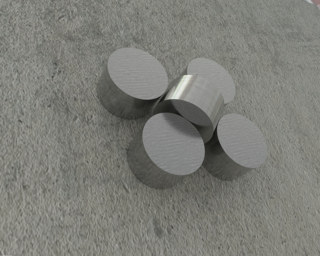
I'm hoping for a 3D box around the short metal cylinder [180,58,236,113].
[{"bbox_3d":[0.063,-0.056,0.457,0.081,0.050,0.080,14,56,-21],"label":"short metal cylinder"}]

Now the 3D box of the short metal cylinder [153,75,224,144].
[{"bbox_3d":[0.038,-0.022,0.406,0.080,0.080,0.050,34,51,-6],"label":"short metal cylinder"}]

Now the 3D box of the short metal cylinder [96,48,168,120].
[{"bbox_3d":[-0.037,-0.057,0.404,0.081,0.050,0.080,14,56,-21],"label":"short metal cylinder"}]

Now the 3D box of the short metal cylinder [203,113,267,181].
[{"bbox_3d":[0.099,0.027,0.427,0.081,0.050,0.080,14,56,-21],"label":"short metal cylinder"}]

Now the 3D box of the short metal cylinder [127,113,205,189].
[{"bbox_3d":[0.007,0.028,0.376,0.081,0.050,0.080,14,56,-21],"label":"short metal cylinder"}]
